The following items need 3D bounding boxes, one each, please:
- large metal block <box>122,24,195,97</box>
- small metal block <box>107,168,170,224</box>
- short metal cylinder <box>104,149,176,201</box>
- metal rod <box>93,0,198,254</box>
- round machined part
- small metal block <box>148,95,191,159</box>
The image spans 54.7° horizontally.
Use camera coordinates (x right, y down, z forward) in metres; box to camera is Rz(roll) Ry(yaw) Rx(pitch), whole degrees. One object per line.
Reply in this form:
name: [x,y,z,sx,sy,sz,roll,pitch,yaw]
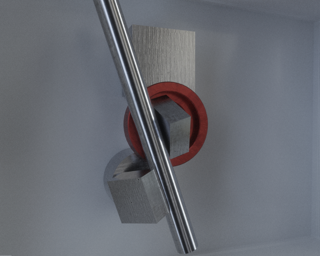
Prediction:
large metal block: [-0.003,-0.080,0.394,0.081,0.050,0.079,0,90,-21]
small metal block: [-0.023,0.074,0.333,0.025,0.050,0.050,-26,100,-52]
short metal cylinder: [-0.026,0.066,0.388,0.081,0.050,0.079,0,90,-21]
metal rod: [-0.015,-0.007,0.330,0.025,0.025,0.298,-20,97,-19]
round machined part: [0.004,-0.004,0.371,0.099,0.042,0.097,0,90,-21]
small metal block: [0.009,-0.002,0.349,0.025,0.050,0.050,-20,132,-23]
